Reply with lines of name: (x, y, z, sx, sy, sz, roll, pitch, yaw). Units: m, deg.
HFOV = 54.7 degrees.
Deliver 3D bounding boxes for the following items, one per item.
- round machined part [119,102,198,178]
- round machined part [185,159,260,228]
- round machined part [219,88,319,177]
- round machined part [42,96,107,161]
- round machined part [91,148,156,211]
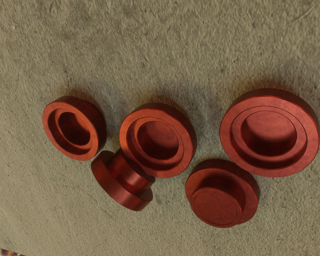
round machined part: (0.001, 0.012, 0.399, 0.098, 0.042, 0.097, 10, 119, 19)
round machined part: (0.079, 0.093, 0.412, 0.098, 0.042, 0.097, 13, 124, 21)
round machined part: (0.118, 0.002, 0.335, 0.098, 0.042, 0.097, 13, 124, 21)
round machined part: (-0.120, -0.003, 0.457, 0.098, 0.042, 0.097, 13, 124, 21)
round machined part: (-0.045, 0.065, 0.434, 0.098, 0.098, 0.042, 43, 98, -2)
